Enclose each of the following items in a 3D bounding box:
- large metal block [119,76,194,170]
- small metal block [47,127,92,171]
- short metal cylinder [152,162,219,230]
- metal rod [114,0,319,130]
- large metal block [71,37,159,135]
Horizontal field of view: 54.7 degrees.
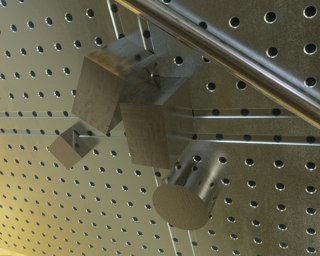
[{"bbox_3d":[0.001,-0.009,0.368,0.050,0.080,0.079,6,121,25],"label":"large metal block"},{"bbox_3d":[-0.149,0.035,0.509,0.050,0.025,0.050,48,129,-6],"label":"small metal block"},{"bbox_3d":[0.036,0.095,0.434,0.080,0.050,0.079,13,124,20],"label":"short metal cylinder"},{"bbox_3d":[0.051,-0.088,0.329,0.301,0.025,0.025,34,129,5],"label":"metal rod"},{"bbox_3d":[-0.054,-0.052,0.370,0.050,0.080,0.079,32,128,7],"label":"large metal block"}]
